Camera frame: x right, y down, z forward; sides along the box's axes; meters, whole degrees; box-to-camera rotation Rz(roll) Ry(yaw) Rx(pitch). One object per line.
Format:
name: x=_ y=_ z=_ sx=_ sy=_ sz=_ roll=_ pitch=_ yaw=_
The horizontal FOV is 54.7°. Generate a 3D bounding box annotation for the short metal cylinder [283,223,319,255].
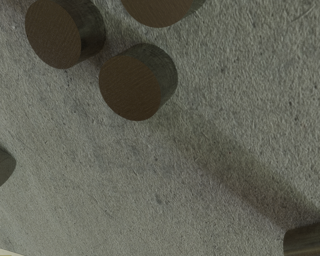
short metal cylinder: x=0.192 y=0.156 z=0.367 sx=0.050 sy=0.080 sz=0.080 roll=-32 pitch=101 yaw=38

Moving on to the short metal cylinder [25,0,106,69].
short metal cylinder: x=-0.114 y=-0.118 z=0.378 sx=0.080 sy=0.050 sz=0.079 roll=13 pitch=124 yaw=21

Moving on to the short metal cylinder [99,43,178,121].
short metal cylinder: x=-0.025 y=-0.055 z=0.370 sx=0.080 sy=0.050 sz=0.079 roll=13 pitch=124 yaw=21

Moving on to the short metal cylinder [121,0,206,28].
short metal cylinder: x=0.005 y=-0.143 z=0.299 sx=0.080 sy=0.050 sz=0.079 roll=13 pitch=124 yaw=21

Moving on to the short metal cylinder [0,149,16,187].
short metal cylinder: x=-0.325 y=0.077 z=0.591 sx=0.050 sy=0.080 sz=0.079 roll=33 pitch=129 yaw=7
